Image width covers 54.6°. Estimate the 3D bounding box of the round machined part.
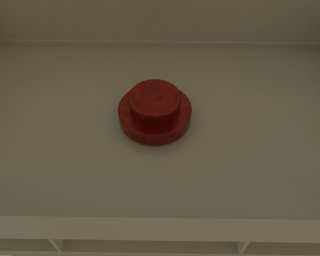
[{"bbox_3d":[-0.007,-0.028,0.414,0.099,0.042,0.098,0,50,0],"label":"round machined part"}]
